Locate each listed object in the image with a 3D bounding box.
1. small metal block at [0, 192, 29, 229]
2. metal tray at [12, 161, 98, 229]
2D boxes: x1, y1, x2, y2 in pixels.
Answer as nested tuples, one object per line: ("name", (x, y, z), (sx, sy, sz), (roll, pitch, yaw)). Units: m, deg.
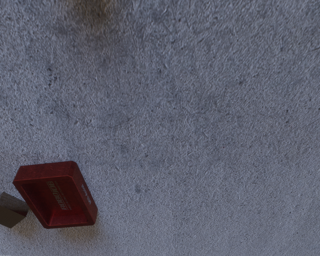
("small metal block", (-0.258, 0.140, 0.524), (0.050, 0.025, 0.050), (-37, 121, 27))
("metal tray", (-0.162, 0.111, 0.496), (0.090, 0.030, 0.129), (-6, 130, 5))
